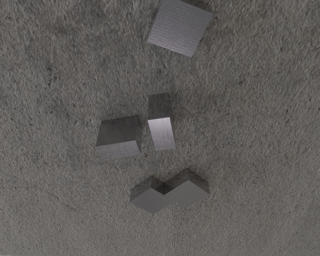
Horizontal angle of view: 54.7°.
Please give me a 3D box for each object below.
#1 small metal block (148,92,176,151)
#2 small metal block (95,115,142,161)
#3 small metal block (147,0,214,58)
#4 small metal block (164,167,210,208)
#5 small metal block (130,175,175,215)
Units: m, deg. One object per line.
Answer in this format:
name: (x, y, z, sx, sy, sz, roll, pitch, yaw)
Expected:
small metal block: (0.003, -0.008, 0.384, 0.025, 0.050, 0.050, -8, 130, 6)
small metal block: (-0.051, 0.012, 0.400, 0.050, 0.050, 0.025, -9, 130, 8)
small metal block: (0.019, -0.107, 0.316, 0.050, 0.025, 0.050, 16, 128, -14)
small metal block: (0.042, 0.095, 0.489, 0.050, 0.025, 0.050, 37, 121, -27)
small metal block: (-0.012, 0.109, 0.500, 0.050, 0.025, 0.050, 35, 122, -27)
